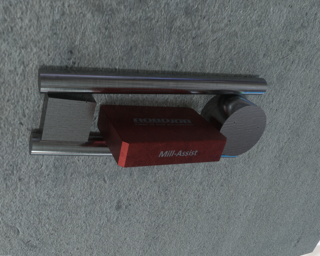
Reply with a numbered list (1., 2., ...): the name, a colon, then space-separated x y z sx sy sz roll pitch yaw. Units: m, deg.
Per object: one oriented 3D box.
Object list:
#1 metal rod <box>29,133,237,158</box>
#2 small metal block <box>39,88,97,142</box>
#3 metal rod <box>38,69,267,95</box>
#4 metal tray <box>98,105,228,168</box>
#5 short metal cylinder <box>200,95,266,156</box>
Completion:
1. metal rod: -0.012 0.026 0.418 0.302 0.025 0.025 4 117 -30
2. small metal block: -0.103 -0.013 0.344 0.050 0.025 0.050 4 116 -31
3. metal rod: 0.012 -0.054 0.382 0.303 0.025 0.025 -3 120 -27
4. metal tray: 0.002 0.006 0.369 0.131 0.090 0.030 0 118 -28
5. short metal cylinder: 0.103 -0.007 0.444 0.081 0.050 0.079 -14 124 -21
